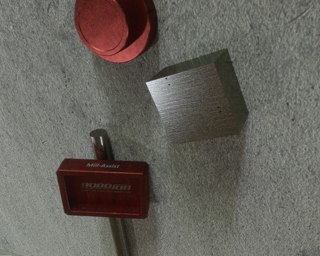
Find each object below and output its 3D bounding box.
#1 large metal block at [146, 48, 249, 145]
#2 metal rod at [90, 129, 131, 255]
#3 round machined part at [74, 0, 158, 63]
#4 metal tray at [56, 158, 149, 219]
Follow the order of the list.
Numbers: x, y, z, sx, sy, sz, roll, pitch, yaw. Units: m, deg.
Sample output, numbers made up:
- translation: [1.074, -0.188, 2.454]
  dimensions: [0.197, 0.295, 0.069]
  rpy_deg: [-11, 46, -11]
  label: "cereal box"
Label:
- translation: [0.044, -0.033, 0.346]
  dimensions: [0.080, 0.050, 0.080]
  rpy_deg: [-11, 113, 32]
  label: "large metal block"
- translation: [-0.079, 0.136, 0.530]
  dimensions: [0.025, 0.025, 0.298]
  rpy_deg: [9, 122, 23]
  label: "metal rod"
- translation: [-0.056, -0.120, 0.349]
  dimensions: [0.098, 0.042, 0.097]
  rpy_deg: [13, 124, 20]
  label: "round machined part"
- translation: [-0.083, 0.093, 0.473]
  dimensions: [0.131, 0.030, 0.089]
  rpy_deg: [2, 120, 3]
  label: "metal tray"
